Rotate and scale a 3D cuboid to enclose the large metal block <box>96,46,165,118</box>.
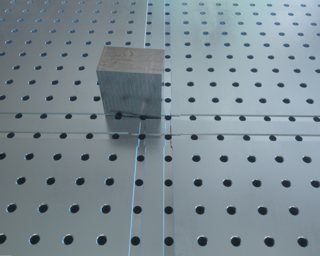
[{"bbox_3d":[-0.036,-0.061,0.423,0.080,0.080,0.050,4,50,3],"label":"large metal block"}]
